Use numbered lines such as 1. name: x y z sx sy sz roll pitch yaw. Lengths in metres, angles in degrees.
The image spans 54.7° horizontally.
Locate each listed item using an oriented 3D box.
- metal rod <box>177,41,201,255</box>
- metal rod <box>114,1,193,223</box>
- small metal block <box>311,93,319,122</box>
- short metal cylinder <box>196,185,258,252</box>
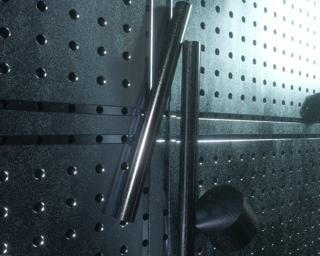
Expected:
1. metal rod: 0.040 0.034 0.428 0.025 0.025 0.298 -3 96 -40
2. metal rod: -0.005 -0.030 0.404 0.025 0.025 0.299 25 74 -37
3. small metal block: 0.386 -0.049 0.732 0.050 0.025 0.050 49 61 -29
4. short metal cylinder: 0.095 0.131 0.453 0.080 0.080 0.050 -53 121 -27
